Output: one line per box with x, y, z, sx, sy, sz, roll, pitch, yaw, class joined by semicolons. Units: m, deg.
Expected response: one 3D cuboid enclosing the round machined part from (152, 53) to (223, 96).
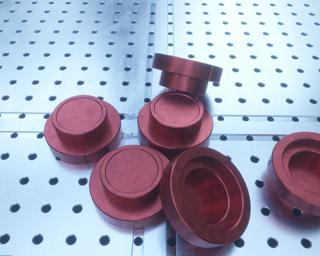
0.036;-0.074;0.437;0.099;0.042;0.098;13;11;-2;round machined part

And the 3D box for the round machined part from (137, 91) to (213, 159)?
0.020;-0.011;0.401;0.099;0.042;0.098;2;46;-2;round machined part

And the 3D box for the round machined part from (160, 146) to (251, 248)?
0.042;0.072;0.319;0.099;0.042;0.098;16;56;-26;round machined part

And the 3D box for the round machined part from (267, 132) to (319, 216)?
0.172;0.055;0.352;0.099;0.042;0.098;0;50;0;round machined part

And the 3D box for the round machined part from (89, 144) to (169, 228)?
-0.030;0.057;0.348;0.099;0.042;0.098;0;50;0;round machined part

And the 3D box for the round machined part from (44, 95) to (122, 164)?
-0.100;-0.005;0.401;0.099;0.042;0.098;0;50;0;round machined part
